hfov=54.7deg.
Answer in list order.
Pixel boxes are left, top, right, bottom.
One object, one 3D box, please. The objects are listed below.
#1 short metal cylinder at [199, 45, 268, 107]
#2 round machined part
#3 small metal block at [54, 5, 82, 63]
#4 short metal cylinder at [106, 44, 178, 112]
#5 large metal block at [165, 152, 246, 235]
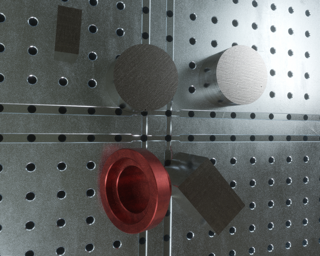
[{"bbox_3d":[0.102,-0.071,0.437,0.081,0.050,0.080,0,90,-20],"label":"short metal cylinder"},{"bbox_3d":[-0.025,0.072,0.371,0.042,0.098,0.097,1,90,-48],"label":"round machined part"},{"bbox_3d":[-0.108,-0.106,0.359,0.025,0.050,0.050,4,89,-20],"label":"small metal block"},{"bbox_3d":[-0.024,-0.060,0.390,0.081,0.050,0.080,0,90,-20],"label":"short metal cylinder"},{"bbox_3d":[0.049,0.081,0.401,0.050,0.080,0.080,-43,104,-15],"label":"large metal block"}]
